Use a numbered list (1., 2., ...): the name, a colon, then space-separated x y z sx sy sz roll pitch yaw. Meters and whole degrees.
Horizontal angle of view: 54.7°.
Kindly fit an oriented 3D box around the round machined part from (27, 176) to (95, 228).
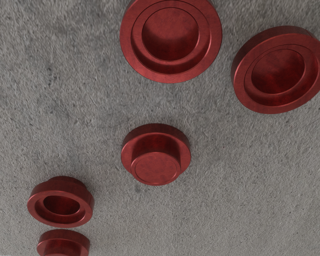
1. round machined part: -0.153 0.113 0.491 0.099 0.042 0.097 0 130 0

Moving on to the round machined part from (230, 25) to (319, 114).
1. round machined part: 0.127 -0.066 0.341 0.099 0.042 0.097 0 130 0

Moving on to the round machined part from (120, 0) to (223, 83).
1. round machined part: 0.011 -0.098 0.313 0.099 0.042 0.097 0 130 0

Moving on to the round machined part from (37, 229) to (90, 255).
1. round machined part: -0.188 0.241 0.599 0.099 0.042 0.097 0 130 0

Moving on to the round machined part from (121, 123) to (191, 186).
1. round machined part: -0.005 0.044 0.433 0.099 0.042 0.097 0 130 0
